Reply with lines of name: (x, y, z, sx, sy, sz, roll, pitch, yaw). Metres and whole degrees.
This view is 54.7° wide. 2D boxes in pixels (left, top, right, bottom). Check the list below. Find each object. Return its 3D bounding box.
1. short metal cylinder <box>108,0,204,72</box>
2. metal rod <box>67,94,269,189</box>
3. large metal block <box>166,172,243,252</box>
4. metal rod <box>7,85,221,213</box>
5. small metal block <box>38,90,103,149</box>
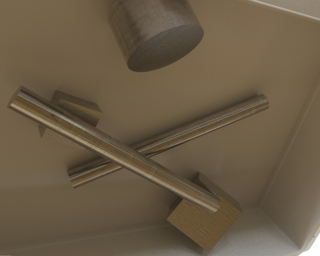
short metal cylinder: (-0.004, -0.098, 0.305, 0.080, 0.050, 0.080, -23, 170, -4)
metal rod: (0.023, 0.012, 0.430, 0.302, 0.025, 0.025, -21, 127, -16)
large metal block: (0.069, 0.129, 0.486, 0.080, 0.050, 0.080, 38, 98, 2)
metal rod: (-0.029, 0.041, 0.369, 0.301, 0.025, 0.025, 33, 100, -32)
small metal block: (-0.101, -0.008, 0.349, 0.050, 0.025, 0.050, 19, 108, -36)
